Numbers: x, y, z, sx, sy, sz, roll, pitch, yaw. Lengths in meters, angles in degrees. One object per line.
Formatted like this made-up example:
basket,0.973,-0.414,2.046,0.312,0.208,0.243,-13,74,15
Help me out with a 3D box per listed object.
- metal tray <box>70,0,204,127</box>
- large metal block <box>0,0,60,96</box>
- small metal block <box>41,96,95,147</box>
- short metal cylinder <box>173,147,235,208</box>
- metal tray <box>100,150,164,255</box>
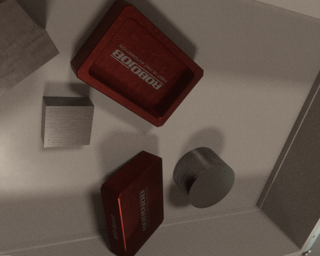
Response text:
metal tray,-0.021,-0.067,0.353,0.130,0.030,0.090,32,100,-39
large metal block,-0.138,-0.069,0.255,0.080,0.080,0.050,-38,130,-3
small metal block,-0.104,-0.007,0.348,0.050,0.025,0.050,-2,119,-28
short metal cylinder,0.067,0.076,0.479,0.081,0.050,0.079,-14,125,-21
metal tray,-0.033,0.108,0.428,0.091,0.030,0.129,-39,138,-44
